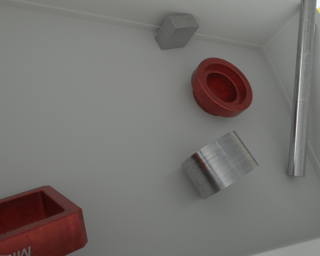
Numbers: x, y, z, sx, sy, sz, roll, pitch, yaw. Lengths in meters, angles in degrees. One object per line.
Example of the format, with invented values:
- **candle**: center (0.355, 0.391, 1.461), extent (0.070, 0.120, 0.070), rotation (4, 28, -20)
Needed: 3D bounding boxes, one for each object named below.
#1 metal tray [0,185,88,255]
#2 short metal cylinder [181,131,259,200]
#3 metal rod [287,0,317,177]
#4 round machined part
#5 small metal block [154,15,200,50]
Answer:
- **metal tray**: center (-0.135, 0.087, 0.237), extent (0.131, 0.090, 0.030), rotation (-15, 102, -34)
- **short metal cylinder**: center (0.073, 0.046, 0.384), extent (0.081, 0.080, 0.050), rotation (-23, 74, -36)
- **metal rod**: center (0.232, -0.071, 0.503), extent (0.025, 0.025, 0.299), rotation (12, 80, -22)
- **round machined part**: center (0.091, -0.058, 0.481), extent (0.099, 0.042, 0.098), rotation (14, 56, -21)
- **small metal block**: center (0.027, -0.154, 0.500), extent (0.050, 0.050, 0.025), rotation (-17, 71, -35)
